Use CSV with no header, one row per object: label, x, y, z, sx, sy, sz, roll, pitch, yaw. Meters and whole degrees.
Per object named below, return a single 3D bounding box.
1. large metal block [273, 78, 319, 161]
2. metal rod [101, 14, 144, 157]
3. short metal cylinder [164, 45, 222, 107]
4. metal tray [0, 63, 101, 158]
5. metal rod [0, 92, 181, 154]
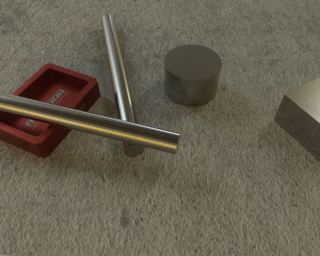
large metal block,0.213,-0.016,0.403,0.081,0.050,0.080,-24,54,-20
metal rod,-0.064,-0.084,0.472,0.025,0.025,0.300,-9,51,-8
short metal cylinder,0.046,-0.077,0.453,0.081,0.050,0.080,0,50,0
metal tray,-0.154,-0.030,0.422,0.090,0.030,0.130,20,53,15
metal rod,-0.125,-0.015,0.374,0.301,0.025,0.025,13,51,8
